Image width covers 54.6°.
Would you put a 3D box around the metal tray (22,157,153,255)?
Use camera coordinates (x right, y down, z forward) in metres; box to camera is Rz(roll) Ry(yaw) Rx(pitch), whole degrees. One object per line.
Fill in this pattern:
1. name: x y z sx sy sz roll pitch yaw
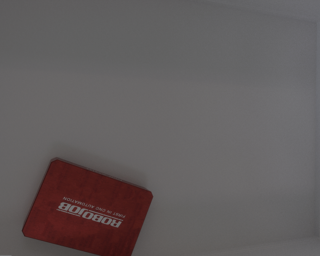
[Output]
1. metal tray: -0.084 0.099 0.377 0.131 0.030 0.090 23 82 -19
